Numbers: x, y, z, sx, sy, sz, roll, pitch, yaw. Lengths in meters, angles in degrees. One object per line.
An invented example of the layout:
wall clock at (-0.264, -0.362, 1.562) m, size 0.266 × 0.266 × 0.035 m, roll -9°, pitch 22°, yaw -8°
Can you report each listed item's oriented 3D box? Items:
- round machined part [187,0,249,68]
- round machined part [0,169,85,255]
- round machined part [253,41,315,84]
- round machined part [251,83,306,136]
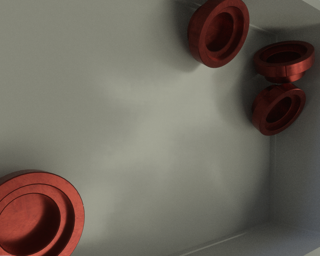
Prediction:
round machined part at (0.078, -0.139, 0.443) m, size 0.099 × 0.042 × 0.097 m, roll -24°, pitch 133°, yaw -28°
round machined part at (-0.125, 0.087, 0.291) m, size 0.099 × 0.042 × 0.097 m, roll 0°, pitch 90°, yaw -40°
round machined part at (0.217, -0.112, 0.542) m, size 0.098 × 0.098 × 0.042 m, roll -43°, pitch 129°, yaw -31°
round machined part at (0.201, -0.037, 0.543) m, size 0.099 × 0.042 × 0.097 m, roll -18°, pitch 135°, yaw -19°
